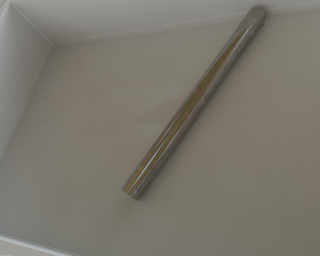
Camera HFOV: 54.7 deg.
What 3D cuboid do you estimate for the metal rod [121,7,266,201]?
[{"bbox_3d":[0.050,-0.039,0.402,0.025,0.025,0.300,28,76,37],"label":"metal rod"}]
